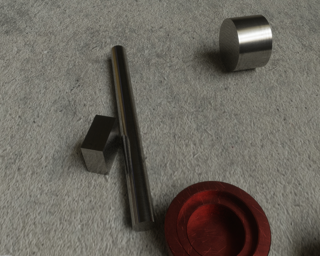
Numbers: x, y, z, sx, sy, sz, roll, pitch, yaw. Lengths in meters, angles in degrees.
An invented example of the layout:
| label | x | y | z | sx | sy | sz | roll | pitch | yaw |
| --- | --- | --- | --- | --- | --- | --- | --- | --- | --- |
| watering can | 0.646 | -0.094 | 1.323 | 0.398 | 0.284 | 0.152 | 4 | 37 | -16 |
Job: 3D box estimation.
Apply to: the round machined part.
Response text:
| label | x | y | z | sx | sy | sz | roll | pitch | yaw |
| --- | --- | --- | --- | --- | --- | --- | --- | --- | --- |
| round machined part | 0.053 | 0.105 | 0.304 | 0.099 | 0.042 | 0.098 | 0 | 50 | 0 |

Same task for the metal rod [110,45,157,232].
| label | x | y | z | sx | sy | sz | roll | pitch | yaw |
| --- | --- | --- | --- | --- | --- | --- | --- | --- | --- |
| metal rod | -0.042 | -0.012 | 0.412 | 0.025 | 0.025 | 0.300 | -8 | 50 | -7 |

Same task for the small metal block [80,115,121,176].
| label | x | y | z | sx | sy | sz | roll | pitch | yaw |
| --- | --- | --- | --- | --- | --- | --- | --- | --- | --- |
| small metal block | -0.069 | 0.021 | 0.369 | 0.025 | 0.050 | 0.050 | 9 | 51 | 8 |

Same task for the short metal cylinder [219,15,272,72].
| label | x | y | z | sx | sy | sz | roll | pitch | yaw |
| --- | --- | --- | --- | --- | --- | --- | --- | --- | --- |
| short metal cylinder | 0.130 | -0.130 | 0.478 | 0.050 | 0.080 | 0.080 | -9 | 51 | -8 |
